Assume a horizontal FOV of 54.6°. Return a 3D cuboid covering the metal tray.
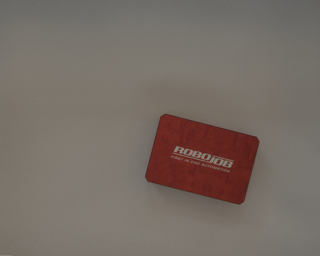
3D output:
[{"bbox_3d":[0.054,0.040,0.409,0.131,0.030,0.090,14,90,0],"label":"metal tray"}]
